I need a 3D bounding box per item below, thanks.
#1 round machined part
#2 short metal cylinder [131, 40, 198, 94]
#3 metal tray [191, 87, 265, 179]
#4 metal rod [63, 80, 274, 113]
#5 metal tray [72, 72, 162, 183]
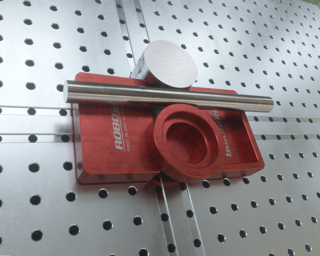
[{"bbox_3d":[0.029,0.022,0.383,0.099,0.042,0.098,14,56,-21],"label":"round machined part"},{"bbox_3d":[0.005,-0.076,0.436,0.081,0.050,0.080,14,56,-21],"label":"short metal cylinder"},{"bbox_3d":[0.087,0.005,0.444,0.091,0.030,0.130,1,61,-28],"label":"metal tray"},{"bbox_3d":[0.032,-0.038,0.404,0.303,0.025,0.025,1,62,-28],"label":"metal rod"},{"bbox_3d":[-0.054,-0.002,0.371,0.091,0.030,0.130,3,61,-27],"label":"metal tray"}]
